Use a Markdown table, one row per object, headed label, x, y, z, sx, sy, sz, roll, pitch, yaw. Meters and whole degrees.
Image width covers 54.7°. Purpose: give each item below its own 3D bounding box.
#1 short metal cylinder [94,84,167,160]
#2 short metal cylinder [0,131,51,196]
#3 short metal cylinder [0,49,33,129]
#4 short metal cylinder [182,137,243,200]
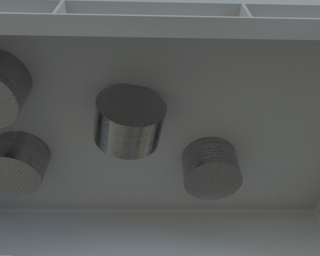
| label | x | y | z | sx | sy | sz | roll | pitch | yaw |
| --- | --- | --- | --- | --- | --- | --- | --- | --- | --- |
| short metal cylinder | -0.036 | -0.009 | 0.365 | 0.081 | 0.080 | 0.050 | 8 | 130 | -7 |
| short metal cylinder | -0.200 | 0.050 | 0.433 | 0.081 | 0.050 | 0.079 | 0 | 130 | 0 |
| short metal cylinder | -0.194 | -0.045 | 0.352 | 0.081 | 0.050 | 0.079 | 0 | 130 | 0 |
| short metal cylinder | 0.073 | 0.059 | 0.444 | 0.081 | 0.050 | 0.079 | 0 | 130 | 0 |
